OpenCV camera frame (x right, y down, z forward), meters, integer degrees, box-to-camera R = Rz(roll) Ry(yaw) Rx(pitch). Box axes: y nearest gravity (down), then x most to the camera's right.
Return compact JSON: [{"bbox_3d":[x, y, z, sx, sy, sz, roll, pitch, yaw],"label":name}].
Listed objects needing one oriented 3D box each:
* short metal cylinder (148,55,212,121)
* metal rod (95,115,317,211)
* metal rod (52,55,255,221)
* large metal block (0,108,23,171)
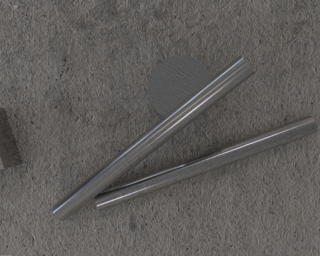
[{"bbox_3d":[0.025,-0.048,0.398,0.081,0.050,0.080,0,90,0],"label":"short metal cylinder"},{"bbox_3d":[0.060,0.046,0.410,0.301,0.025,0.025,-20,90,0],"label":"metal rod"},{"bbox_3d":[-0.019,0.021,0.372,0.300,0.025,0.025,-38,90,15],"label":"metal rod"},{"bbox_3d":[-0.238,0.024,0.395,0.080,0.050,0.080,-19,90,0],"label":"large metal block"}]
